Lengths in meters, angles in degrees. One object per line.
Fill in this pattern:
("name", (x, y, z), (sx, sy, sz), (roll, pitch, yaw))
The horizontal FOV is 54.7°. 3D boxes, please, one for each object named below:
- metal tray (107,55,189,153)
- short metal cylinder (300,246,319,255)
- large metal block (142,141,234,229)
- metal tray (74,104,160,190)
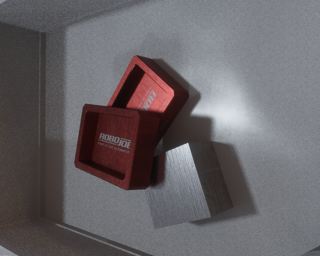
("metal tray", (-0.029, -0.021, 0.425), (0.090, 0.030, 0.129), (47, 118, 29))
("short metal cylinder", (0.154, 0.136, 0.253), (0.080, 0.050, 0.079), (0, 90, 51))
("large metal block", (0.028, 0.067, 0.366), (0.080, 0.050, 0.080), (-26, 74, 36))
("metal tray", (-0.060, 0.019, 0.395), (0.130, 0.030, 0.089), (10, 91, 47))
